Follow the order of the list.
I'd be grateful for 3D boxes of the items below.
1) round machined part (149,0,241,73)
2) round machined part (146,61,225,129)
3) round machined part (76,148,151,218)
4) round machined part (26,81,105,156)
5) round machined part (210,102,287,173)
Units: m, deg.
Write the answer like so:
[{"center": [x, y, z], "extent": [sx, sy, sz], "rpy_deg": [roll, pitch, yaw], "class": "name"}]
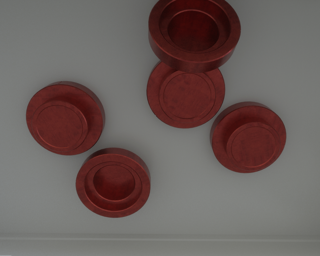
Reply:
[{"center": [0.036, -0.103, 0.347], "extent": [0.099, 0.042, 0.098], "rpy_deg": [1, 68, -3], "class": "round machined part"}, {"center": [0.032, -0.044, 0.386], "extent": [0.099, 0.042, 0.097], "rpy_deg": [0, 110, 0], "class": "round machined part"}, {"center": [-0.062, 0.071, 0.428], "extent": [0.099, 0.042, 0.097], "rpy_deg": [0, 110, 0], "class": "round machined part"}, {"center": [-0.123, -0.008, 0.398], "extent": [0.099, 0.042, 0.097], "rpy_deg": [0, 110, 0], "class": "round machined part"}, {"center": [0.118, 0.017, 0.410], "extent": [0.099, 0.042, 0.097], "rpy_deg": [0, 110, 0], "class": "round machined part"}]
